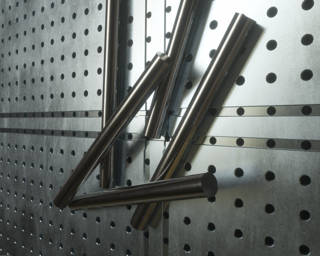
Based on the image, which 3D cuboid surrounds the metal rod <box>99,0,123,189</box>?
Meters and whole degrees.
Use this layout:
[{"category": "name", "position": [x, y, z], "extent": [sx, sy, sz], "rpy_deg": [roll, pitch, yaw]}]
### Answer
[{"category": "metal rod", "position": [-0.074, -0.059, 0.467], "extent": [0.025, 0.025, 0.298], "rpy_deg": [4, 93, 39]}]

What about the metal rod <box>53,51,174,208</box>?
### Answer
[{"category": "metal rod", "position": [-0.078, 0.019, 0.436], "extent": [0.298, 0.025, 0.025], "rpy_deg": [-50, 61, 28]}]

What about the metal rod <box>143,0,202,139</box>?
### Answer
[{"category": "metal rod", "position": [0.030, -0.129, 0.382], "extent": [0.025, 0.025, 0.298], "rpy_deg": [27, 106, 36]}]

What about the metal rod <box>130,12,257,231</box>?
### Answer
[{"category": "metal rod", "position": [0.031, 0.008, 0.382], "extent": [0.025, 0.025, 0.298], "rpy_deg": [39, 113, 33]}]

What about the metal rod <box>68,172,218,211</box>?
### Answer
[{"category": "metal rod", "position": [-0.047, 0.092, 0.418], "extent": [0.299, 0.025, 0.025], "rpy_deg": [-20, 77, 46]}]
